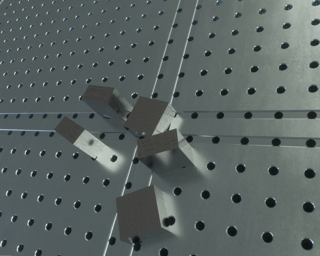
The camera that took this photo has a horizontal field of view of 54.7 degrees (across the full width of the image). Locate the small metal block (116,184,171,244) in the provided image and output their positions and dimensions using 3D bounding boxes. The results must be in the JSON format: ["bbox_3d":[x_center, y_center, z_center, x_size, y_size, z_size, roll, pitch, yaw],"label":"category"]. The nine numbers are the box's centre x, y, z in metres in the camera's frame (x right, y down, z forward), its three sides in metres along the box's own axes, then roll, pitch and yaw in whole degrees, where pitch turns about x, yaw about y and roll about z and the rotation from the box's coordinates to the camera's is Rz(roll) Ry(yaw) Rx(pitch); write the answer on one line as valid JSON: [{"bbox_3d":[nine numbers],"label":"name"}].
[{"bbox_3d":[-0.020,0.100,0.357,0.050,0.025,0.050,-23,53,14],"label":"small metal block"}]

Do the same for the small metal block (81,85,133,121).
[{"bbox_3d":[-0.077,-0.037,0.453,0.050,0.050,0.025,11,67,32],"label":"small metal block"}]

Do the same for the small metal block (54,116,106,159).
[{"bbox_3d":[-0.114,0.014,0.442,0.050,0.050,0.025,28,77,37],"label":"small metal block"}]

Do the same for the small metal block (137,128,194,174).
[{"bbox_3d":[0.007,0.029,0.369,0.050,0.050,0.025,-17,55,18],"label":"small metal block"}]

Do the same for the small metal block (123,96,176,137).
[{"bbox_3d":[-0.014,-0.012,0.422,0.050,0.025,0.050,16,70,34],"label":"small metal block"}]
